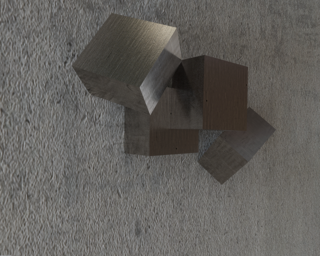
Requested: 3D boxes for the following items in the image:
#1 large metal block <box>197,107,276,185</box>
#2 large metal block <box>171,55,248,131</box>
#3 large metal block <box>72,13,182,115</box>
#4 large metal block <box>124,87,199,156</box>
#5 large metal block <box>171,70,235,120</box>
[{"bbox_3d":[0.112,0.027,0.458,0.050,0.080,0.080,44,56,12],"label":"large metal block"},{"bbox_3d":[0.061,-0.037,0.375,0.081,0.050,0.079,3,88,-40],"label":"large metal block"},{"bbox_3d":[-0.032,-0.071,0.336,0.080,0.080,0.050,-61,158,-22],"label":"large metal block"},{"bbox_3d":[0.003,-0.008,0.392,0.081,0.050,0.079,0,90,-40],"label":"large metal block"},{"bbox_3d":[0.063,-0.049,0.446,0.081,0.050,0.079,0,90,-40],"label":"large metal block"}]
